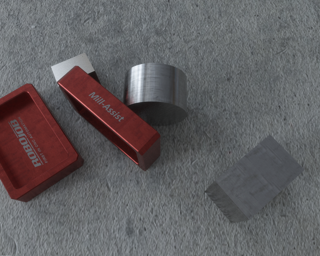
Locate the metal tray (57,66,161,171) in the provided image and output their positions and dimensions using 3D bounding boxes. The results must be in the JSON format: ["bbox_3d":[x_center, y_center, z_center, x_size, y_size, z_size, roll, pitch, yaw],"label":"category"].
[{"bbox_3d":[-0.058,-0.008,0.376,0.130,0.090,0.030,39,75,13],"label":"metal tray"}]

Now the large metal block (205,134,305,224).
[{"bbox_3d":[0.103,0.062,0.357,0.080,0.080,0.050,-37,74,-12],"label":"large metal block"}]

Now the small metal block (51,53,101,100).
[{"bbox_3d":[-0.115,-0.072,0.424,0.050,0.025,0.050,-26,49,-9],"label":"small metal block"}]

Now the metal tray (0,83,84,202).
[{"bbox_3d":[-0.171,0.017,0.398,0.090,0.030,0.130,-34,74,-12],"label":"metal tray"}]

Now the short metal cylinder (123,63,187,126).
[{"bbox_3d":[-0.006,-0.040,0.394,0.080,0.080,0.050,2,70,0],"label":"short metal cylinder"}]
